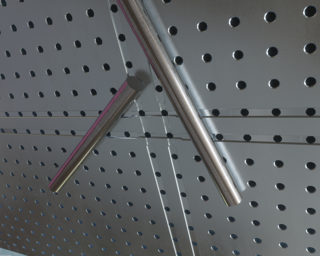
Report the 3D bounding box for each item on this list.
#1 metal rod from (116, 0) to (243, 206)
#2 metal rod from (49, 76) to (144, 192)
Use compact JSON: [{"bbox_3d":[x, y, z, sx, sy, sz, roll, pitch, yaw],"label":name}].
[{"bbox_3d":[0.029,-0.028,0.377,0.025,0.025,0.299,-18,109,35],"label":"metal rod"},{"bbox_3d":[-0.113,0.026,0.484,0.025,0.025,0.298,43,129,-2],"label":"metal rod"}]
